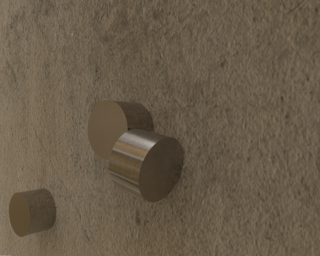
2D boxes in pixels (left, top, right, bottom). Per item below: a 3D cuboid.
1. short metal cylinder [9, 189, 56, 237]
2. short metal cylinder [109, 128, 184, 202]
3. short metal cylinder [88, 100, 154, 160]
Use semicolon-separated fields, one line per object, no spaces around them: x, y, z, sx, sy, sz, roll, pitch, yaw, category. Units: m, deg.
-0.241;0.158;0.584;0.080;0.050;0.079;0;90;39;short metal cylinder
-0.015;0.044;0.380;0.050;0.081;0.079;17;101;38;short metal cylinder
-0.055;0.002;0.432;0.080;0.050;0.079;0;90;39;short metal cylinder
